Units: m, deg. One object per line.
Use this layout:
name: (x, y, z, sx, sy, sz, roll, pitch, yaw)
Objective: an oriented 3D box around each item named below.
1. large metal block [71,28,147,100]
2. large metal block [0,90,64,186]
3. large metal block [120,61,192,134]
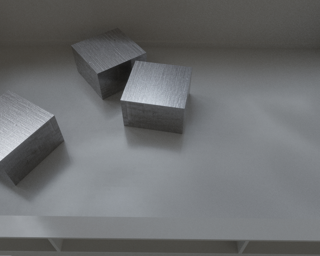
large metal block: (-0.076, -0.100, 0.472, 0.081, 0.050, 0.080, -29, 56, -22)
large metal block: (-0.181, 0.010, 0.379, 0.080, 0.050, 0.080, 26, 55, 20)
large metal block: (-0.002, -0.043, 0.425, 0.080, 0.050, 0.080, 8, 51, 7)
